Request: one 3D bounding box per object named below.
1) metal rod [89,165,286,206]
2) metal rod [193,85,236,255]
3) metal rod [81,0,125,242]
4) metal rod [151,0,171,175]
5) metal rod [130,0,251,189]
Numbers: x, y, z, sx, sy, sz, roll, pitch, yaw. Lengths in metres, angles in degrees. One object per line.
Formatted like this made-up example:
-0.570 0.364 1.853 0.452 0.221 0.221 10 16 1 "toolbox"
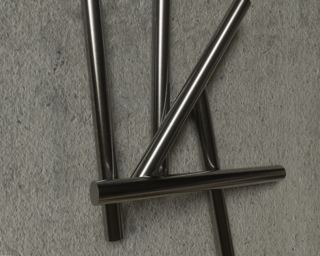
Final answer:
0.059 0.068 0.396 0.303 0.025 0.025 1 90 -34 "metal rod"
0.077 0.081 0.439 0.025 0.025 0.298 -12 94 -20 "metal rod"
-0.070 -0.011 0.383 0.025 0.025 0.298 -6 92 -20 "metal rod"
0.001 -0.071 0.410 0.025 0.025 0.298 1 90 -20 "metal rod"
0.042 -0.049 0.399 0.025 0.025 0.300 34 77 -17 "metal rod"
